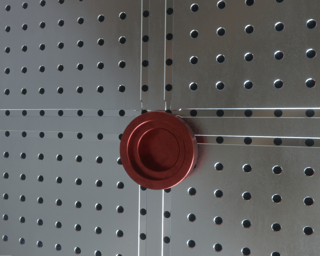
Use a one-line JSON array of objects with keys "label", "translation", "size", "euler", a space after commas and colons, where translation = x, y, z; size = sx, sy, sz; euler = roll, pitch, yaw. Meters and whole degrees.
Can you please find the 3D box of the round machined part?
[{"label": "round machined part", "translation": [0.001, 0.028, 0.402], "size": [0.098, 0.042, 0.097], "euler": [0, 90, 19]}]
